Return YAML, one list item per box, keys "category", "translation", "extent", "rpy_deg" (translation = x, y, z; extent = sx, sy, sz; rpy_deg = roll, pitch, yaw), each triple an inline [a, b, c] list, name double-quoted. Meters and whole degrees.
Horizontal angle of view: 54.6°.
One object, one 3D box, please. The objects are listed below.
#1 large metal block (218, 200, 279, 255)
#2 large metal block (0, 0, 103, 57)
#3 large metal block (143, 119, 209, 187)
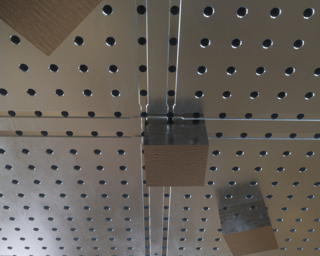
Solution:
- category: "large metal block"
  translation: [0.157, 0.179, 0.548]
  extent: [0.080, 0.050, 0.080]
  rpy_deg: [-17, 128, 14]
- category: "large metal block"
  translation: [-0.106, -0.128, 0.285]
  extent: [0.080, 0.050, 0.080]
  rpy_deg: [-35, 122, 26]
- category: "large metal block"
  translation: [0.021, 0.035, 0.425]
  extent: [0.080, 0.050, 0.080]
  rpy_deg: [-1, 130, 0]
